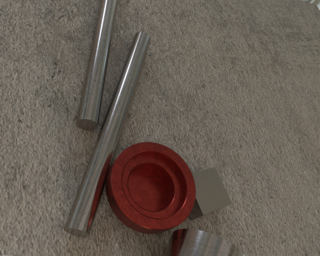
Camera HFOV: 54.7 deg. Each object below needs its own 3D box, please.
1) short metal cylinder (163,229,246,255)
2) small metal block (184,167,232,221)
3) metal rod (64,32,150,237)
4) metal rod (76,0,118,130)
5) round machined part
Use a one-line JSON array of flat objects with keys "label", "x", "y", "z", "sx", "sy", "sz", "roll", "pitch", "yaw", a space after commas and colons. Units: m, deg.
[{"label": "short metal cylinder", "x": 0.040, "y": 0.143, "z": 0.304, "sx": 0.080, "sy": 0.080, "sz": 0.050, "roll": 33, "pitch": 51, "yaw": -7}, {"label": "small metal block", "x": 0.054, "y": 0.080, "z": 0.383, "sx": 0.050, "sy": 0.025, "sz": 0.050, "roll": -8, "pitch": 66, "yaw": -37}, {"label": "metal rod", "x": -0.054, "y": -0.018, "z": 0.386, "sx": 0.025, "sy": 0.025, "sz": 0.300, "roll": 23, "pitch": 53, "yaw": -15}, {"label": "metal rod", "x": -0.081, "y": -0.130, "z": 0.440, "sx": 0.025, "sy": 0.025, "sz": 0.299, "roll": 15, "pitch": 55, "yaw": -20}, {"label": "round machined part", "x": -0.013, "y": 0.068, "z": 0.346, "sx": 0.099, "sy": 0.042, "sz": 0.098, "roll": 14, "pitch": 56, "yaw": -21}]
